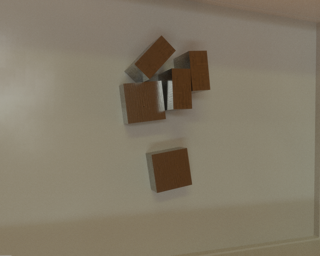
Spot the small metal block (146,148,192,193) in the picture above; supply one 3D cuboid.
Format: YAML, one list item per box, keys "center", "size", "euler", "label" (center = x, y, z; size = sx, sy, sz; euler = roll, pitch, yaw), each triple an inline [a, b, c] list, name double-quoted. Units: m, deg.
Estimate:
- center: [0.012, 0.055, 0.415]
  size: [0.050, 0.025, 0.050]
  euler: [-9, 93, -20]
  label: "small metal block"

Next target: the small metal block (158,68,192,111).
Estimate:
- center: [0.019, -0.048, 0.404]
  size: [0.025, 0.050, 0.050]
  euler: [-3, 91, -20]
  label: "small metal block"

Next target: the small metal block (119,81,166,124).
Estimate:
- center: [-0.023, -0.033, 0.402]
  size: [0.050, 0.025, 0.050]
  euler: [-8, 93, -20]
  label: "small metal block"

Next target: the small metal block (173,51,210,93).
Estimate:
- center: [0.041, -0.072, 0.412]
  size: [0.025, 0.050, 0.050]
  euler: [-6, 92, -20]
  label: "small metal block"

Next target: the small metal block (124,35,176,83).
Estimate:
- center: [-0.014, -0.084, 0.392]
  size: [0.025, 0.050, 0.050]
  euler: [44, 76, -15]
  label: "small metal block"
